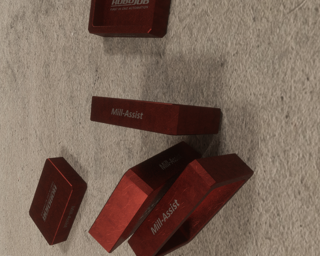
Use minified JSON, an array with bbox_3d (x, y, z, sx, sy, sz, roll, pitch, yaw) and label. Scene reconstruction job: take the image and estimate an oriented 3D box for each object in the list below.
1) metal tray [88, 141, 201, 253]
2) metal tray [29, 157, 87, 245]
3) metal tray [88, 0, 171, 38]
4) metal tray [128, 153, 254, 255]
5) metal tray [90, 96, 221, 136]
[{"bbox_3d":[-0.010,0.069,0.341,0.030,0.131,0.089,39,115,16],"label":"metal tray"},{"bbox_3d":[-0.184,0.128,0.550,0.090,0.030,0.129,37,112,33],"label":"metal tray"},{"bbox_3d":[-0.045,-0.176,0.436,0.130,0.030,0.089,14,99,38],"label":"metal tray"},{"bbox_3d":[0.033,0.086,0.333,0.030,0.091,0.129,49,119,28],"label":"metal tray"},{"bbox_3d":[-0.007,-0.016,0.366,0.130,0.091,0.030,10,96,39],"label":"metal tray"}]
